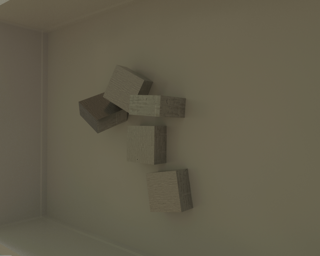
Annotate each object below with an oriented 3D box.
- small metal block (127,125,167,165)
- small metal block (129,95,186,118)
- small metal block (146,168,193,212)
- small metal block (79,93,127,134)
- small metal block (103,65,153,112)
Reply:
[{"bbox_3d":[-0.018,0.022,0.422,0.050,0.025,0.050,1,91,40],"label":"small metal block"},{"bbox_3d":[-0.003,-0.027,0.393,0.050,0.050,0.025,6,94,40],"label":"small metal block"},{"bbox_3d":[0.012,0.080,0.398,0.050,0.025,0.050,-12,82,39],"label":"small metal block"},{"bbox_3d":[-0.084,-0.024,0.456,0.050,0.050,0.025,41,141,32],"label":"small metal block"},{"bbox_3d":[-0.045,-0.054,0.436,0.050,0.025,0.050,32,106,22],"label":"small metal block"}]
